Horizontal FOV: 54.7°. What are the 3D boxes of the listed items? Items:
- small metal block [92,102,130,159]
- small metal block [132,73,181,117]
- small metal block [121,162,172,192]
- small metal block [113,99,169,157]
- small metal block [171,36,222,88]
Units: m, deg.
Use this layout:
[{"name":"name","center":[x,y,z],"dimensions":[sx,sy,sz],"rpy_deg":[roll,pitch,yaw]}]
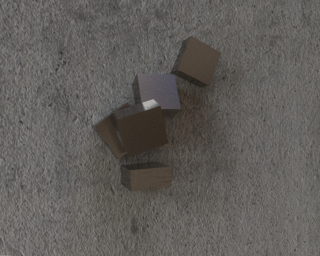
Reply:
[{"name":"small metal block","center":[-0.049,0.003,0.391],"dimensions":[0.050,0.025,0.050],"rpy_deg":[-38,102,-16]},{"name":"small metal block","center":[-0.005,-0.041,0.398],"dimensions":[0.050,0.025,0.050],"rpy_deg":[-1,67,-21]},{"name":"small metal block","center":[-0.019,0.060,0.389],"dimensions":[0.050,0.050,0.025],"rpy_deg":[-3,91,-20]},{"name":"small metal block","center":[-0.022,0.000,0.364],"dimensions":[0.050,0.025,0.050],"rpy_deg":[-19,118,-14]},{"name":"small metal block","center":[0.050,-0.090,0.427],"dimensions":[0.050,0.025,0.050],"rpy_deg":[23,82,-19]}]
